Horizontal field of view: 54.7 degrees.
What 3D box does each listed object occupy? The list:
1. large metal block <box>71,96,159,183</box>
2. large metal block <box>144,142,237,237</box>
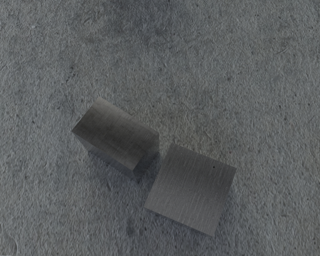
[{"bbox_3d":[-0.048,0.018,0.372,0.080,0.080,0.050,31,73,10],"label":"large metal block"},{"bbox_3d":[0.035,0.074,0.368,0.080,0.050,0.080,22,71,7],"label":"large metal block"}]
